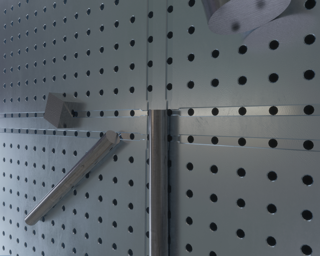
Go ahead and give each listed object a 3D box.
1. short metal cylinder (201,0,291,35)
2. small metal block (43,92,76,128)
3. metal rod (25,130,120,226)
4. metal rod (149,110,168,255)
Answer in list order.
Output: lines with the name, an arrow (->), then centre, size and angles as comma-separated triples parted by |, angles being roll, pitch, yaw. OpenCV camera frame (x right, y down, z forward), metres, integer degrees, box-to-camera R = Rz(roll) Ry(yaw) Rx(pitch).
short metal cylinder -> 0.081, -0.135, 0.307 | 0.080, 0.081, 0.050 | -21, 77, 38
small metal block -> -0.182, -0.032, 0.560 | 0.050, 0.025, 0.050 | 28, 108, 36
metal rod -> -0.165, 0.099, 0.545 | 0.299, 0.025, 0.025 | -42, 65, 31
metal rod -> -0.002, 0.125, 0.410 | 0.025, 0.025, 0.298 | 0, 90, 40
